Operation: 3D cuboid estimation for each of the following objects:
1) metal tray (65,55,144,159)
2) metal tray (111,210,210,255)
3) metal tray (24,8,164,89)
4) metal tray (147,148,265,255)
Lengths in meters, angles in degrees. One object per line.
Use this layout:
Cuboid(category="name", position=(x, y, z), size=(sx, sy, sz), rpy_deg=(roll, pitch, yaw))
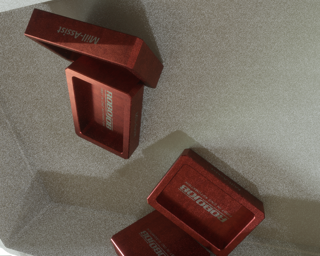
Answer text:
Cuboid(category="metal tray", position=(-0.071, -0.022, 0.407), size=(0.090, 0.030, 0.129), rpy_deg=(24, 141, 12))
Cuboid(category="metal tray", position=(-0.001, 0.177, 0.439), size=(0.130, 0.091, 0.030), rpy_deg=(27, 136, 53))
Cuboid(category="metal tray", position=(-0.069, -0.086, 0.348), size=(0.130, 0.090, 0.030), rpy_deg=(20, 89, 16))
Cuboid(category="metal tray", position=(0.060, 0.101, 0.416), size=(0.130, 0.030, 0.090), rpy_deg=(37, 108, 3))
